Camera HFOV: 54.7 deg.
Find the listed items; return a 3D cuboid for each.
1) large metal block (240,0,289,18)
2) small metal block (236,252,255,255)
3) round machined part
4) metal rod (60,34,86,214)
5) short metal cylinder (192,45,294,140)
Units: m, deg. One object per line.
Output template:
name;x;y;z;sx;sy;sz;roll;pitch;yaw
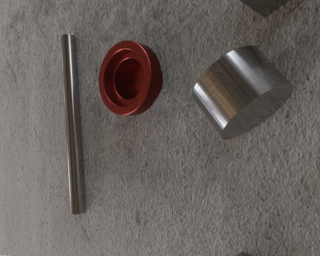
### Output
large metal block;0.105;-0.156;0.282;0.080;0.081;0.050;-32;70;35
small metal block;0.094;0.152;0.310;0.050;0.050;0.025;3;92;39
round machined part;-0.035;-0.066;0.421;0.098;0.042;0.097;0;90;39
metal rod;-0.146;-0.008;0.522;0.025;0.025;0.298;-7;85;39
short metal cylinder;0.079;-0.033;0.303;0.080;0.081;0.050;-47;62;29
